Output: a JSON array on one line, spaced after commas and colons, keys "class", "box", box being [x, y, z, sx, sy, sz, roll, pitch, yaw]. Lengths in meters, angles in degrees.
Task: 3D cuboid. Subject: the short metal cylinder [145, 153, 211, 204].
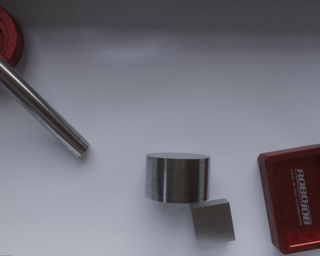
[{"class": "short metal cylinder", "box": [0.022, 0.059, 0.384, 0.081, 0.080, 0.050, 2, 90, -1]}]

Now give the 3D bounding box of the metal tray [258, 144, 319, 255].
[{"class": "metal tray", "box": [0.189, 0.092, 0.411, 0.091, 0.030, 0.129, -10, 90, -1]}]

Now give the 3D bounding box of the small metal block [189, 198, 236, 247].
[{"class": "small metal block", "box": [0.069, 0.125, 0.412, 0.050, 0.025, 0.050, -9, 90, -1]}]

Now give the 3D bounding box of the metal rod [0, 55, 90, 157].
[{"class": "metal rod", "box": [-0.192, -0.075, 0.352, 0.025, 0.025, 0.300, -40, 114, 0]}]

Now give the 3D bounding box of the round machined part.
[{"class": "round machined part", "box": [-0.224, -0.110, 0.400, 0.099, 0.042, 0.097, 0, 90, -1]}]
